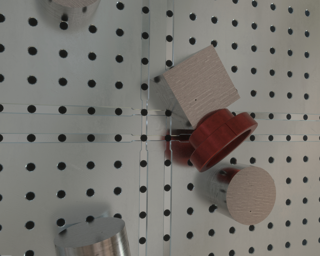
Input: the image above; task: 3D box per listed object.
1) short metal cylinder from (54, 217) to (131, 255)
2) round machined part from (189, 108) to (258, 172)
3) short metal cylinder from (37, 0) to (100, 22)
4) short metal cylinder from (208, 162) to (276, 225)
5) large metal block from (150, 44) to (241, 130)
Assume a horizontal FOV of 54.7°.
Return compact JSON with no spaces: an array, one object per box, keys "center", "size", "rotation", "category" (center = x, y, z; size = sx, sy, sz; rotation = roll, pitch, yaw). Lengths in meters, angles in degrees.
[{"center":[-0.076,0.142,0.356],"size":[0.081,0.080,0.050],"rotation":[-11,94,-20],"category":"short metal cylinder"},{"center":[0.077,0.012,0.410],"size":[0.099,0.098,0.042],"rotation":[-33,71,-17],"category":"round machined part"},{"center":[-0.105,-0.171,0.360],"size":[0.081,0.050,0.079],"rotation":[0,90,-20],"category":"short metal cylinder"},{"center":[0.116,0.091,0.442],"size":[0.081,0.050,0.079],"rotation":[0,90,-20],"category":"short metal cylinder"},{"center":[0.047,-0.053,0.416],"size":[0.080,0.050,0.080],"rotation":[-34,101,-17],"category":"large metal block"}]
